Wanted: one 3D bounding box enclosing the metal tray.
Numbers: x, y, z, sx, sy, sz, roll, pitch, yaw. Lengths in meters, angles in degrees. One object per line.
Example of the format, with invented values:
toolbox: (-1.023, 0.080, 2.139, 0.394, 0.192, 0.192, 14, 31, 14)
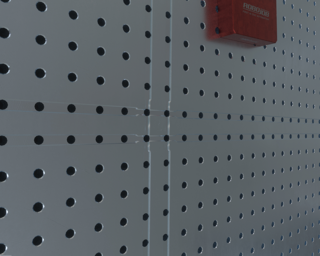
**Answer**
metal tray: (0.154, -0.196, 0.534, 0.131, 0.030, 0.089, -4, 92, -40)
